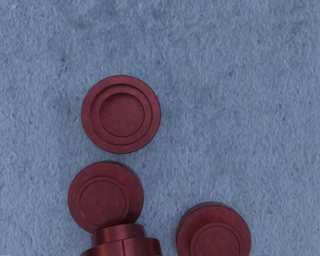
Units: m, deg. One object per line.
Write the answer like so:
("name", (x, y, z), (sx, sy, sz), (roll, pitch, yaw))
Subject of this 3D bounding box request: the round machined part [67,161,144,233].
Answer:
("round machined part", (-0.071, 0.092, 0.401), (0.099, 0.042, 0.097), (0, 90, -1))

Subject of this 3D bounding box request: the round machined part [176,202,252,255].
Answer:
("round machined part", (0.071, 0.149, 0.403), (0.099, 0.042, 0.097), (0, 90, -1))

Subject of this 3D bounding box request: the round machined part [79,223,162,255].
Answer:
("round machined part", (-0.049, 0.149, 0.381), (0.099, 0.098, 0.042), (-14, 58, 0))

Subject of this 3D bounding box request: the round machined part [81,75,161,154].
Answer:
("round machined part", (-0.048, -0.017, 0.401), (0.099, 0.042, 0.097), (0, 90, -1))
